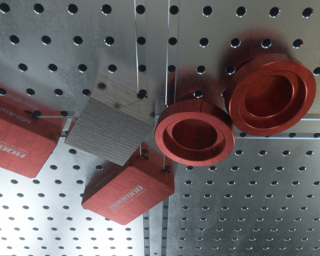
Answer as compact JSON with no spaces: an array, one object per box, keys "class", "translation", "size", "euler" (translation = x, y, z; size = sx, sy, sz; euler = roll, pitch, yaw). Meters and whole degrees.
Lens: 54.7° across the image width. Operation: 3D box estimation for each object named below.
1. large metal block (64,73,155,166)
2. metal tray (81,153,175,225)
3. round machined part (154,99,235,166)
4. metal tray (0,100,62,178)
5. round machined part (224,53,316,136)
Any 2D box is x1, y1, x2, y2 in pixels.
[{"class":"large metal block","translation":[-0.062,-0.008,0.388],"size":[0.080,0.050,0.080],"euler":[25,126,-20]},{"class":"metal tray","translation":[-0.051,0.101,0.494],"size":[0.090,0.030,0.130],"euler":[35,122,-26]},{"class":"round machined part","translation":[0.045,0.002,0.394],"size":[0.098,0.042,0.097],"euler":[7,135,7]},{"class":"metal tray","translation":[-0.212,0.011,0.415],"size":[0.131,0.030,0.090],"euler":[27,125,-22]},{"class":"round machined part","translation":[0.123,-0.041,0.361],"size":[0.099,0.042,0.097],"euler":[-4,126,-5]}]
